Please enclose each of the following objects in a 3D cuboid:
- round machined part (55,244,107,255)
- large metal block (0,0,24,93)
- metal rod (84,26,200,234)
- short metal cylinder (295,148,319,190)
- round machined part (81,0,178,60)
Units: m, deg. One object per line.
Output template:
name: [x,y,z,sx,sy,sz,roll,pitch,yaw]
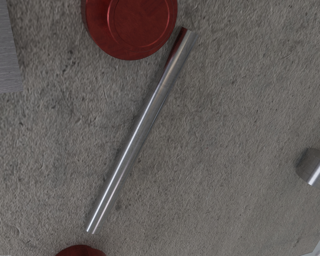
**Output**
round machined part: [-0.125,0.213,0.460,0.099,0.042,0.097,-14,124,-21]
large metal block: [-0.165,-0.072,0.256,0.081,0.050,0.079,-11,123,-23]
metal rod: [-0.031,0.015,0.399,0.025,0.025,0.298,15,110,-35]
short metal cylinder: [0.309,0.080,0.589,0.081,0.080,0.050,10,114,-33]
round machined part: [-0.025,-0.115,0.311,0.099,0.042,0.097,-14,124,-21]
